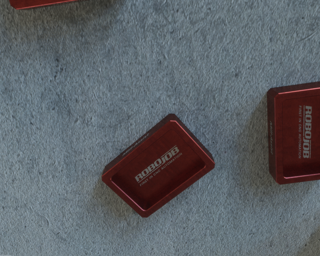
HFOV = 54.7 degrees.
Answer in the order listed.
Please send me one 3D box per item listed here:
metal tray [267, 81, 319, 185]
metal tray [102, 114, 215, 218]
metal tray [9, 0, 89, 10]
[{"bbox_3d":[0.193,0.007,0.411,0.091,0.030,0.129,-8,110,2],"label":"metal tray"},{"bbox_3d":[-0.003,0.054,0.426,0.130,0.030,0.090,-39,106,13],"label":"metal tray"},{"bbox_3d":[-0.106,-0.185,0.337,0.131,0.030,0.089,-8,110,2],"label":"metal tray"}]
